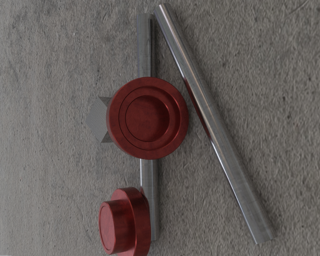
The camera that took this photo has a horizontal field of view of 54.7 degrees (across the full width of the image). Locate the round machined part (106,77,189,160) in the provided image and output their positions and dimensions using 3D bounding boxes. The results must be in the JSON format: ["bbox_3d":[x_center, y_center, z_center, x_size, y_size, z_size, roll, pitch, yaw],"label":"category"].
[{"bbox_3d":[-0.018,-0.011,0.381,0.042,0.099,0.097,176,93,-70],"label":"round machined part"}]

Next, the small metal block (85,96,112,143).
[{"bbox_3d":[-0.083,-0.013,0.474,0.050,0.025,0.050,48,118,29],"label":"small metal block"}]

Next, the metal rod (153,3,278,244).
[{"bbox_3d":[0.056,-0.019,0.359,0.025,0.025,0.299,-33,69,35],"label":"metal rod"}]

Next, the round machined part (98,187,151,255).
[{"bbox_3d":[-0.053,0.131,0.416,0.098,0.042,0.097,3,93,61],"label":"round machined part"}]

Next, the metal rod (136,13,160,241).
[{"bbox_3d":[-0.016,-0.002,0.418,0.025,0.025,0.298,-2,89,40],"label":"metal rod"}]
